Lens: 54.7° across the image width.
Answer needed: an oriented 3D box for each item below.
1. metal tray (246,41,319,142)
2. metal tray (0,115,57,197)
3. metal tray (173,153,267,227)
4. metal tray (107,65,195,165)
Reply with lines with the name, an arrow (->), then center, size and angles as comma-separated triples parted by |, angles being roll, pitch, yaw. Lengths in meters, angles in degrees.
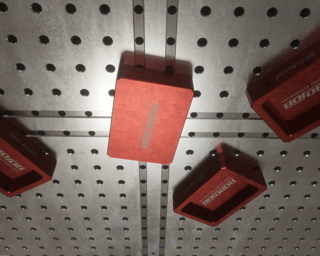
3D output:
metal tray -> 0.184, -0.046, 0.372 | 0.130, 0.030, 0.090 | -35, 122, 26
metal tray -> -0.226, 0.040, 0.438 | 0.090, 0.030, 0.130 | -24, 127, 19
metal tray -> 0.092, 0.104, 0.498 | 0.090, 0.030, 0.129 | 26, 125, -21
metal tray -> -0.016, -0.011, 0.399 | 0.091, 0.030, 0.129 | 8, 130, -8
